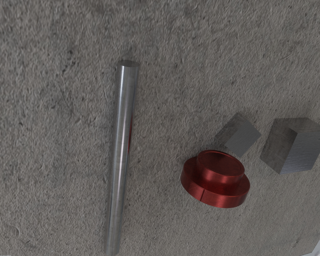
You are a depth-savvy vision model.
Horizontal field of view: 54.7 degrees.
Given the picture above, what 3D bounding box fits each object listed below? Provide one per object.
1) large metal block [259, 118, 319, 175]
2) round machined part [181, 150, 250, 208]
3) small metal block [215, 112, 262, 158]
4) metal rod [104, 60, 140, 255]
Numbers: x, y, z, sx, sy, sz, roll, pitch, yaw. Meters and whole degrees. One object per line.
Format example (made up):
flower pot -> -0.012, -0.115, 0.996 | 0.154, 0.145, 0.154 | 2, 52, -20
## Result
large metal block -> 0.232, 0.029, 0.536 | 0.081, 0.050, 0.079 | -3, 120, -27
round machined part -> 0.082, 0.066, 0.446 | 0.099, 0.098, 0.042 | -1, 119, -28
small metal block -> 0.122, 0.012, 0.481 | 0.050, 0.025, 0.050 | -49, 129, 6
metal rod -> -0.055, 0.059, 0.413 | 0.025, 0.025, 0.298 | -6, 121, -26
